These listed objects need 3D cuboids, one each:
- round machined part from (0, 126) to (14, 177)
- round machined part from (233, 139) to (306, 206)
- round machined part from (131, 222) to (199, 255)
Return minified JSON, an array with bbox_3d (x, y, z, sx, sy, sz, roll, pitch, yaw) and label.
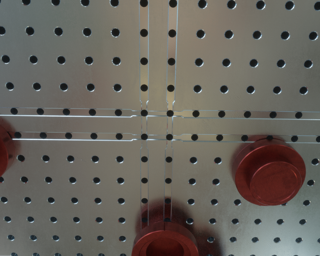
[{"bbox_3d":[-0.254,0.034,0.415,0.099,0.042,0.097,0,110,0],"label":"round machined part"},{"bbox_3d":[0.154,0.068,0.430,0.099,0.042,0.097,0,110,0],"label":"round machined part"},{"bbox_3d":[0.008,0.183,0.471,0.099,0.042,0.097,0,109,1],"label":"round machined part"}]
